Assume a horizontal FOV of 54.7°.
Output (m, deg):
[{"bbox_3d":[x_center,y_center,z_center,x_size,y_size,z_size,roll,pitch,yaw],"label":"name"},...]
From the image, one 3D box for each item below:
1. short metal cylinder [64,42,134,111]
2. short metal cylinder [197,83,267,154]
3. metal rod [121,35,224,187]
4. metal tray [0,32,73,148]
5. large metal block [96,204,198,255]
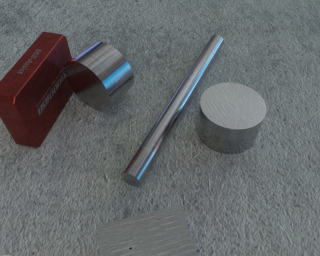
[{"bbox_3d":[-0.083,-0.070,0.426,0.080,0.080,0.050,28,56,21],"label":"short metal cylinder"},{"bbox_3d":[0.090,-0.013,0.399,0.081,0.050,0.080,0,50,0],"label":"short metal cylinder"},{"bbox_3d":[0.032,-0.045,0.440,0.025,0.025,0.301,20,53,16],"label":"metal rod"},{"bbox_3d":[-0.154,-0.051,0.402,0.030,0.090,0.130,11,51,9],"label":"metal tray"},{"bbox_3d":[-0.009,0.126,0.281,0.081,0.050,0.080,-12,51,-10],"label":"large metal block"}]
